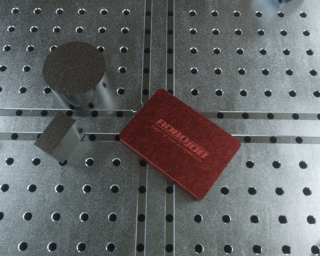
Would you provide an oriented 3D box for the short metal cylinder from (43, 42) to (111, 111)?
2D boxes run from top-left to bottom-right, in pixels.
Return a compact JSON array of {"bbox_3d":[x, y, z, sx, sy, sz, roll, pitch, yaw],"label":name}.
[{"bbox_3d":[-0.111,-0.070,0.423,0.081,0.050,0.080,0,70,0],"label":"short metal cylinder"}]

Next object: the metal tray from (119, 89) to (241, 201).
[{"bbox_3d":[0.025,0.020,0.402,0.130,0.030,0.090,36,74,12],"label":"metal tray"}]

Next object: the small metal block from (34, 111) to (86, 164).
[{"bbox_3d":[-0.125,0.013,0.393,0.025,0.050,0.050,29,73,10],"label":"small metal block"}]
